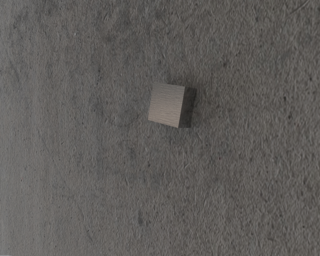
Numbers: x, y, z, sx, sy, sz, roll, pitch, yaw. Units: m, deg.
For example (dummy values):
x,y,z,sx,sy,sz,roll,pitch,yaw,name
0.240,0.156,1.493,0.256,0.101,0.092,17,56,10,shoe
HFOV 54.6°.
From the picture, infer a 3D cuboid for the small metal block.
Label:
x,y,z,sx,sy,sz,roll,pitch,yaw,name
0.015,-0.030,0.394,0.050,0.025,0.050,15,100,39,small metal block
